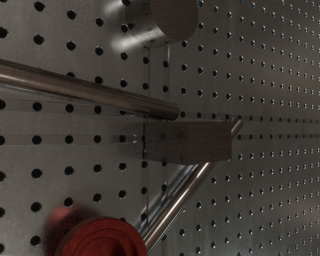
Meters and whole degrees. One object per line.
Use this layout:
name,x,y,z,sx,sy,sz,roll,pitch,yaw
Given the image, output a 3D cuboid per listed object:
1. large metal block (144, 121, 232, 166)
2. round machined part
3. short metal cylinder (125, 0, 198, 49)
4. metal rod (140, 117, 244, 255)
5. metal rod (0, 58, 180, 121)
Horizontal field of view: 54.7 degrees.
large metal block,0.036,0.017,0.406,0.081,0.080,0.050,-2,91,-40
round machined part,-0.067,0.145,0.336,0.099,0.042,0.097,5,81,-30
short metal cylinder,0.003,-0.147,0.397,0.081,0.050,0.079,0,90,-40
metal rod,0.040,0.086,0.445,0.301,0.025,0.025,-46,118,-30
metal rod,-0.096,-0.042,0.329,0.302,0.025,0.025,10,84,-40
